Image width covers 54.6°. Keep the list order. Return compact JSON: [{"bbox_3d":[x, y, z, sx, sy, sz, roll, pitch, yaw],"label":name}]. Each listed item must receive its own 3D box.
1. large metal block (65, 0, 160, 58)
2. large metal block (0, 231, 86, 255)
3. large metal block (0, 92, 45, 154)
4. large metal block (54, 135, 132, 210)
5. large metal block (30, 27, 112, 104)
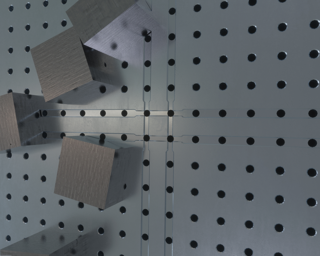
[{"bbox_3d":[-0.058,-0.143,0.405,0.080,0.080,0.050,-32,80,17],"label":"large metal block"},{"bbox_3d":[-0.163,0.187,0.442,0.080,0.080,0.050,-3,89,20],"label":"large metal block"},{"bbox_3d":[-0.235,-0.005,0.483,0.080,0.050,0.080,-13,86,19],"label":"large metal block"},{"bbox_3d":[-0.093,0.058,0.433,0.080,0.050,0.080,12,94,19],"label":"large metal block"},{"bbox_3d":[-0.127,-0.087,0.445,0.080,0.050,0.080,-21,83,19],"label":"large metal block"}]
